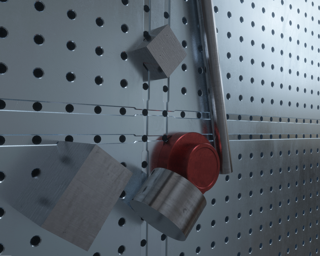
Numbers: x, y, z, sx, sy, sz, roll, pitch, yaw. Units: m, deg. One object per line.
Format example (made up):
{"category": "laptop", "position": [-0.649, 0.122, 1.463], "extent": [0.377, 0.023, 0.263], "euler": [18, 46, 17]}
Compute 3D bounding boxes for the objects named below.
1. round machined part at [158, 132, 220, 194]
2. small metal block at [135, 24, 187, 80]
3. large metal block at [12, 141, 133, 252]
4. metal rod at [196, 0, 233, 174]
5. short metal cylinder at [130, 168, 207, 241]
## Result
{"category": "round machined part", "position": [0.048, 0.054, 0.441], "extent": [0.099, 0.042, 0.097], "euler": [0, 90, -40]}
{"category": "small metal block", "position": [0.002, -0.101, 0.413], "extent": [0.050, 0.025, 0.050], "euler": [53, 59, -27]}
{"category": "large metal block", "position": [-0.086, 0.061, 0.303], "extent": [0.050, 0.080, 0.080], "euler": [45, 63, -31]}
{"category": "metal rod", "position": [0.084, -0.075, 0.481], "extent": [0.025, 0.025, 0.298], "euler": [-14, 99, -39]}
{"category": "short metal cylinder", "position": [0.010, 0.094, 0.384], "extent": [0.050, 0.080, 0.080], "euler": [-52, 121, -27]}
